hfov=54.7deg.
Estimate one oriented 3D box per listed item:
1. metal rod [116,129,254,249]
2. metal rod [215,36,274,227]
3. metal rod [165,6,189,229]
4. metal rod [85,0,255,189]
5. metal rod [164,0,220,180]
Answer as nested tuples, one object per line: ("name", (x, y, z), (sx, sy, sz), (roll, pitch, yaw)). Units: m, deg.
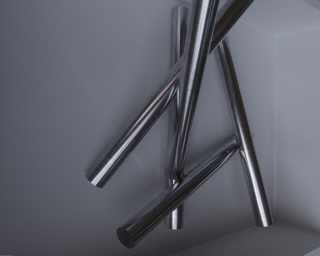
("metal rod", (0.057, 0.062, 0.426), (0.302, 0.025, 0.025), (-29, 108, -45))
("metal rod", (0.124, -0.001, 0.473), (0.025, 0.025, 0.298), (-9, 85, -40))
("metal rod", (0.024, -0.014, 0.426), (0.025, 0.025, 0.298), (3, 88, -40))
("metal rod", (0.020, -0.057, 0.353), (0.025, 0.025, 0.300), (40, 87, -33))
("metal rod", (0.035, -0.064, 0.319), (0.025, 0.025, 0.298), (-23, 135, -38))
